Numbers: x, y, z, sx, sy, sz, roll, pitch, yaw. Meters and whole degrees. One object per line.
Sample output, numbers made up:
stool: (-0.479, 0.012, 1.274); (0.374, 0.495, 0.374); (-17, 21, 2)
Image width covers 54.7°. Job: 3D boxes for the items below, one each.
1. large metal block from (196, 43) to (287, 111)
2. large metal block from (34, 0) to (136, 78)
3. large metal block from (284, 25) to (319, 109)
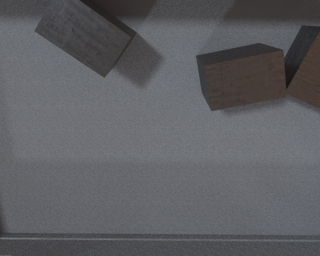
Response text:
large metal block: (0.090, -0.062, 0.360); (0.080, 0.080, 0.050); (-11, 110, 4)
large metal block: (-0.076, -0.106, 0.342); (0.080, 0.080, 0.050); (33, 107, -12)
large metal block: (0.196, -0.069, 0.374); (0.080, 0.050, 0.079); (21, 109, -8)
